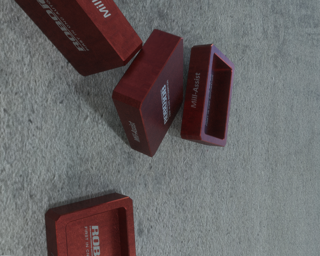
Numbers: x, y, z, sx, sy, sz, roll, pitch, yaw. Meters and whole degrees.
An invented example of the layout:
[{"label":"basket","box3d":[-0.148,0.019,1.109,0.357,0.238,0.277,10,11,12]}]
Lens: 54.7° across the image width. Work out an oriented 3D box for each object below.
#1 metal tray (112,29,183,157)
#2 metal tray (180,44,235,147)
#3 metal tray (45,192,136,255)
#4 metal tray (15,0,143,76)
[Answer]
[{"label":"metal tray","box3d":[-0.007,-0.032,0.346,0.090,0.030,0.130,-61,164,-22]},{"label":"metal tray","box3d":[0.071,-0.042,0.444,0.090,0.030,0.129,17,79,-56]},{"label":"metal tray","box3d":[-0.072,0.146,0.341,0.091,0.030,0.129,-6,94,-40]},{"label":"metal tray","box3d":[-0.086,-0.112,0.289,0.130,0.090,0.030,51,60,-28]}]
